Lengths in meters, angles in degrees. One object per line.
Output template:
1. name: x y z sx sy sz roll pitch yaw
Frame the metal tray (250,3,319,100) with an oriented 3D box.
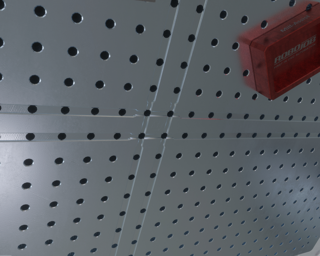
1. metal tray: 0.197 -0.110 0.447 0.131 0.030 0.090 -31 129 -9

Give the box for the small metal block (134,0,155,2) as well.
1. small metal block: -0.029 -0.153 0.301 0.050 0.025 0.050 -5 121 -26
